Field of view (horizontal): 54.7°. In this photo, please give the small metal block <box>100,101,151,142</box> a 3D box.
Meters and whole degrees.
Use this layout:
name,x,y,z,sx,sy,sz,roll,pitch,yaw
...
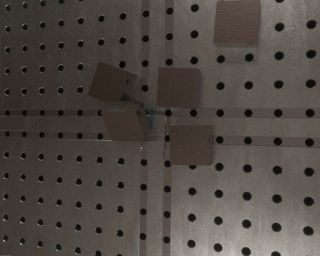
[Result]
name,x,y,z,sx,sy,sz,roll,pitch,yaw
small metal block,-0.044,-0.009,0.413,0.050,0.025,0.050,1,130,19

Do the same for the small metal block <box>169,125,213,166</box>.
name,x,y,z,sx,sy,sz,roll,pitch,yaw
small metal block,0.040,0.021,0.398,0.050,0.025,0.050,-1,90,19

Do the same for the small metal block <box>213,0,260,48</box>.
name,x,y,z,sx,sy,sz,roll,pitch,yaw
small metal block,0.095,-0.127,0.379,0.050,0.025,0.050,6,92,19

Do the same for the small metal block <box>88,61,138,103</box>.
name,x,y,z,sx,sy,sz,roll,pitch,yaw
small metal block,-0.066,-0.060,0.435,0.050,0.025,0.050,23,97,18

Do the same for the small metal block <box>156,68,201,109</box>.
name,x,y,z,sx,sy,sz,roll,pitch,yaw
small metal block,0.025,-0.051,0.403,0.050,0.025,0.050,4,91,19
